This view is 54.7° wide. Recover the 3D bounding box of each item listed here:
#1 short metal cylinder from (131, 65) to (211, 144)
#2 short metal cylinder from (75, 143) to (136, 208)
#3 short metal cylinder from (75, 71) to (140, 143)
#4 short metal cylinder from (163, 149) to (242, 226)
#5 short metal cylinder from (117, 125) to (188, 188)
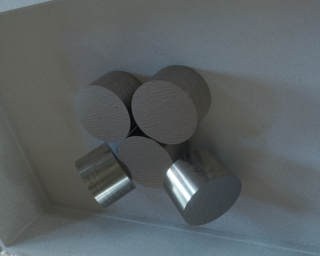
[{"bbox_3d":[0.014,-0.028,0.365,0.080,0.050,0.079,13,124,20],"label":"short metal cylinder"},{"bbox_3d":[-0.077,0.067,0.444,0.050,0.080,0.080,-33,104,-7],"label":"short metal cylinder"},{"bbox_3d":[-0.062,-0.028,0.403,0.080,0.050,0.079,13,124,20],"label":"short metal cylinder"},{"bbox_3d":[0.052,0.072,0.379,0.050,0.081,0.079,51,143,46],"label":"short metal cylinder"},{"bbox_3d":[-0.009,0.033,0.412,0.080,0.050,0.079,13,124,20],"label":"short metal cylinder"}]
